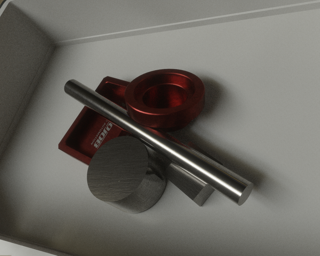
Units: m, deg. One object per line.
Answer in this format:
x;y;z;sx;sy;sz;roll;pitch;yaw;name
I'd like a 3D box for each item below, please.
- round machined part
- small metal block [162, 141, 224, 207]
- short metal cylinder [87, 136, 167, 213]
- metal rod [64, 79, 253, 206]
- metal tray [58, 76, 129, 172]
0.007;-0.032;0.391;0.099;0.042;0.098;-4;41;4;round machined part
0.040;0.051;0.350;0.050;0.025;0.050;-49;52;-7;small metal block
-0.039;0.056;0.371;0.080;0.050;0.080;-13;56;20;short metal cylinder
-0.025;0.001;0.378;0.300;0.025;0.025;30;78;35;metal rod
-0.075;-0.007;0.441;0.090;0.030;0.130;20;72;35;metal tray
